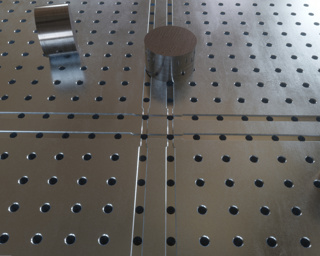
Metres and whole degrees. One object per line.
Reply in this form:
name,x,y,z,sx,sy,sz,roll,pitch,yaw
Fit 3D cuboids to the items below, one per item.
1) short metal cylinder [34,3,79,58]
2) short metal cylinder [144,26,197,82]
short metal cylinder,-0.166,-0.158,0.504,0.050,0.080,0.080,-10,51,-8
short metal cylinder,0.016,-0.118,0.490,0.081,0.050,0.080,0,50,0
